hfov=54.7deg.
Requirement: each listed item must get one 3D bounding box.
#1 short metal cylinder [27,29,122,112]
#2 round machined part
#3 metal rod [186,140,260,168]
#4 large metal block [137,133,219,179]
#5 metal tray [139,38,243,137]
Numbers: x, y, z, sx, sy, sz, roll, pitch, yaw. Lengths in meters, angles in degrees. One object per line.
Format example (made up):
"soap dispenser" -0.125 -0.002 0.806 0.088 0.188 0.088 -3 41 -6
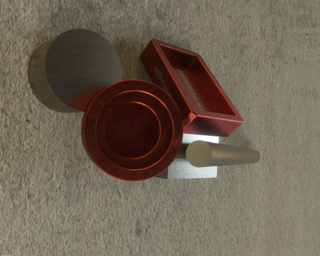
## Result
"short metal cylinder" -0.087 -0.056 0.318 0.081 0.050 0.079 0 90 -40
"round machined part" -0.030 0.002 0.314 0.099 0.042 0.097 0 89 -20
"metal rod" 0.101 0.037 0.416 0.301 0.025 0.025 12 82 -64
"large metal block" 0.014 0.032 0.384 0.081 0.080 0.050 6 87 -40
"metal tray" 0.038 -0.050 0.387 0.091 0.030 0.130 6 47 -40
